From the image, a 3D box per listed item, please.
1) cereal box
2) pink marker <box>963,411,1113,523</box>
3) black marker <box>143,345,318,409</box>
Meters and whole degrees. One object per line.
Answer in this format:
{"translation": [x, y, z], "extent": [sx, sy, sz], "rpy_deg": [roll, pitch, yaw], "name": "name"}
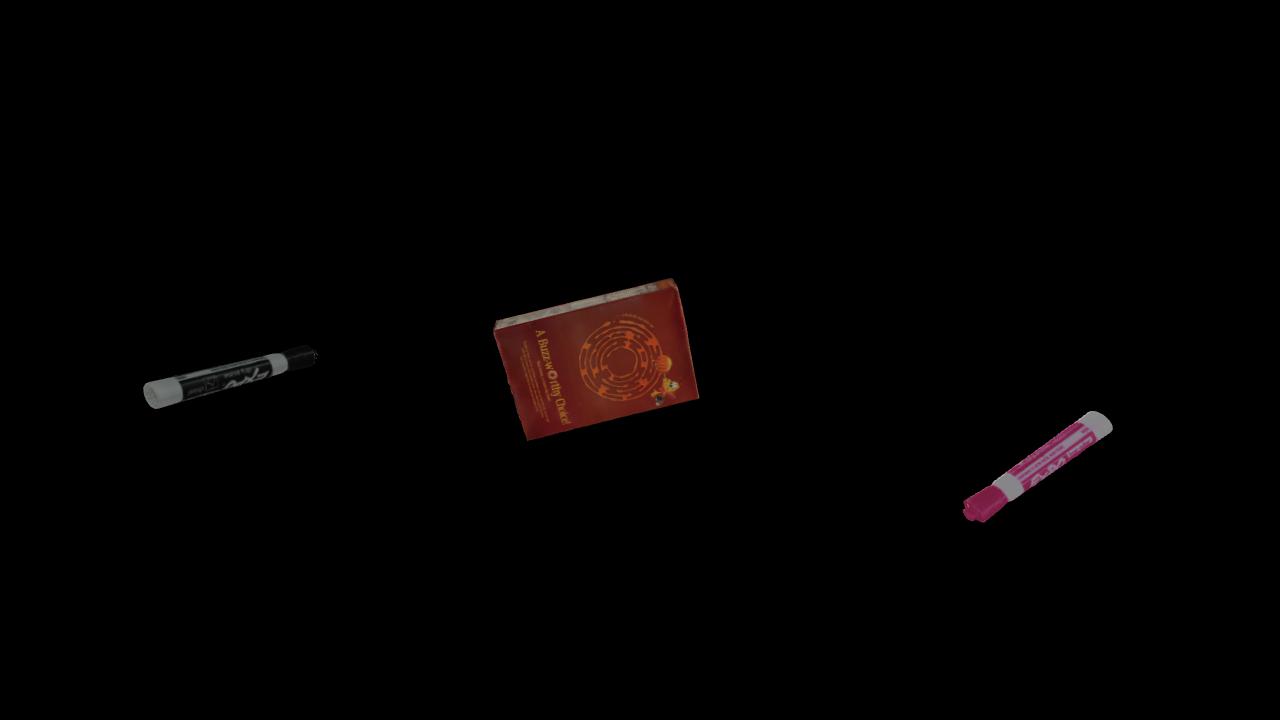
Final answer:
{"translation": [-0.067, -0.001, 1.030], "extent": [0.306, 0.203, 0.081], "rpy_deg": [-15, 20, -2], "name": "cereal box"}
{"translation": [0.281, 0.077, 0.438], "extent": [0.121, 0.020, 0.020], "rpy_deg": [-34, 3, -4], "name": "pink marker"}
{"translation": [-0.301, 0.010, 0.464], "extent": [0.020, 0.020, 0.121], "rpy_deg": [0, 14, 28], "name": "black marker"}
